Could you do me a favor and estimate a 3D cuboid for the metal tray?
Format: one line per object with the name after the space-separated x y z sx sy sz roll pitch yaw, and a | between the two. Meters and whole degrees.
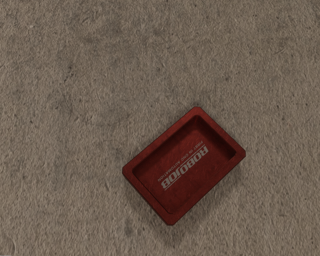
0.030 0.046 0.389 0.130 0.030 0.090 -40 75 -14 | metal tray
